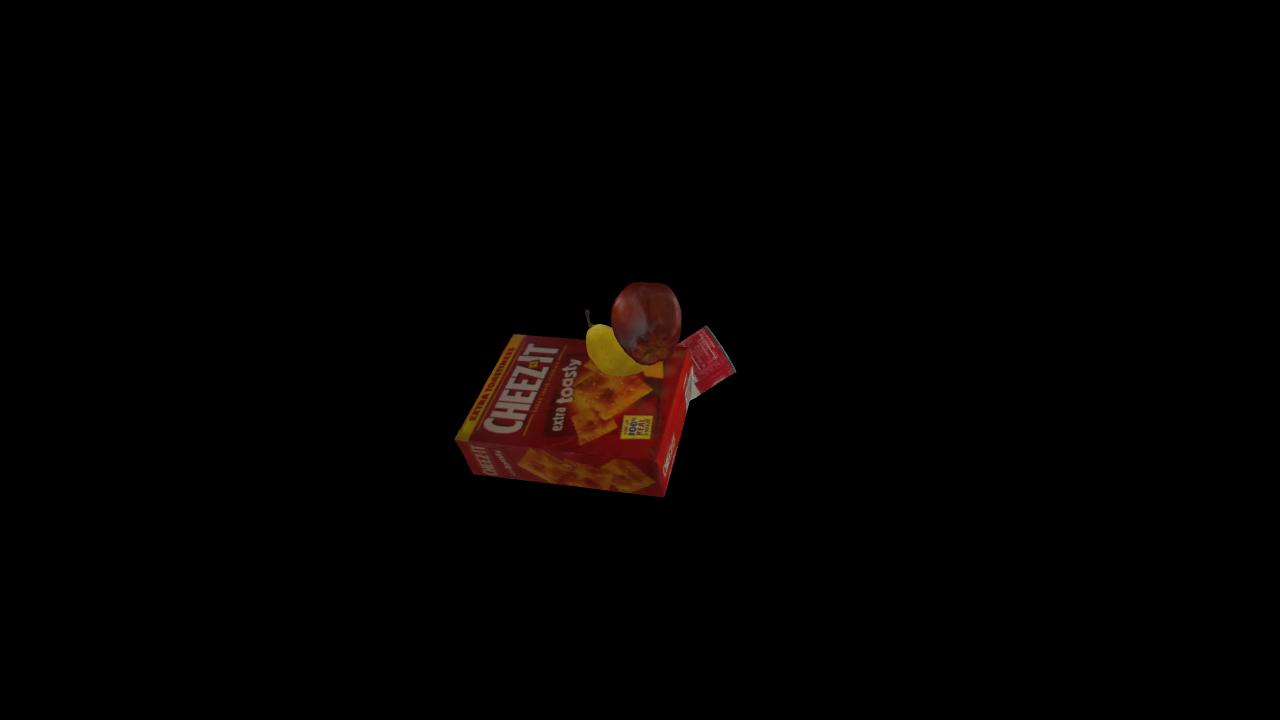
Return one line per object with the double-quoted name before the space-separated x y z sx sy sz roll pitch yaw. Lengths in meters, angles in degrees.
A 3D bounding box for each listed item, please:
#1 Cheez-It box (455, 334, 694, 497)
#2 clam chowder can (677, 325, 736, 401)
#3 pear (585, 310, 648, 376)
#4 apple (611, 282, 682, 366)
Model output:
"Cheez-It box" -0.064 0.053 0.677 0.223 0.071 0.166 4 45 16
"clam chowder can" 0.055 0.014 0.737 0.102 0.068 0.068 -33 -2 3
"pear" -0.033 -0.004 0.690 0.111 0.080 0.080 43 -3 -3
"apple" 0.007 -0.038 0.640 0.079 0.079 0.093 -6 45 -6
